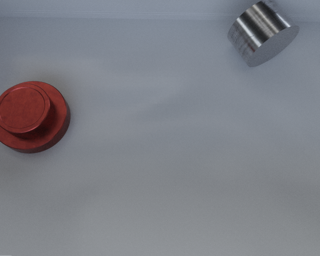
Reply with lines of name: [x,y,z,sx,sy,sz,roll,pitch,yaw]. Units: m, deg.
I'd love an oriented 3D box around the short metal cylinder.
short metal cylinder: [0.142,-0.130,0.430,0.080,0.080,0.050,-28,73,-10]

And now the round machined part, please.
round machined part: [-0.172,-0.019,0.405,0.099,0.042,0.098,0,70,-1]
